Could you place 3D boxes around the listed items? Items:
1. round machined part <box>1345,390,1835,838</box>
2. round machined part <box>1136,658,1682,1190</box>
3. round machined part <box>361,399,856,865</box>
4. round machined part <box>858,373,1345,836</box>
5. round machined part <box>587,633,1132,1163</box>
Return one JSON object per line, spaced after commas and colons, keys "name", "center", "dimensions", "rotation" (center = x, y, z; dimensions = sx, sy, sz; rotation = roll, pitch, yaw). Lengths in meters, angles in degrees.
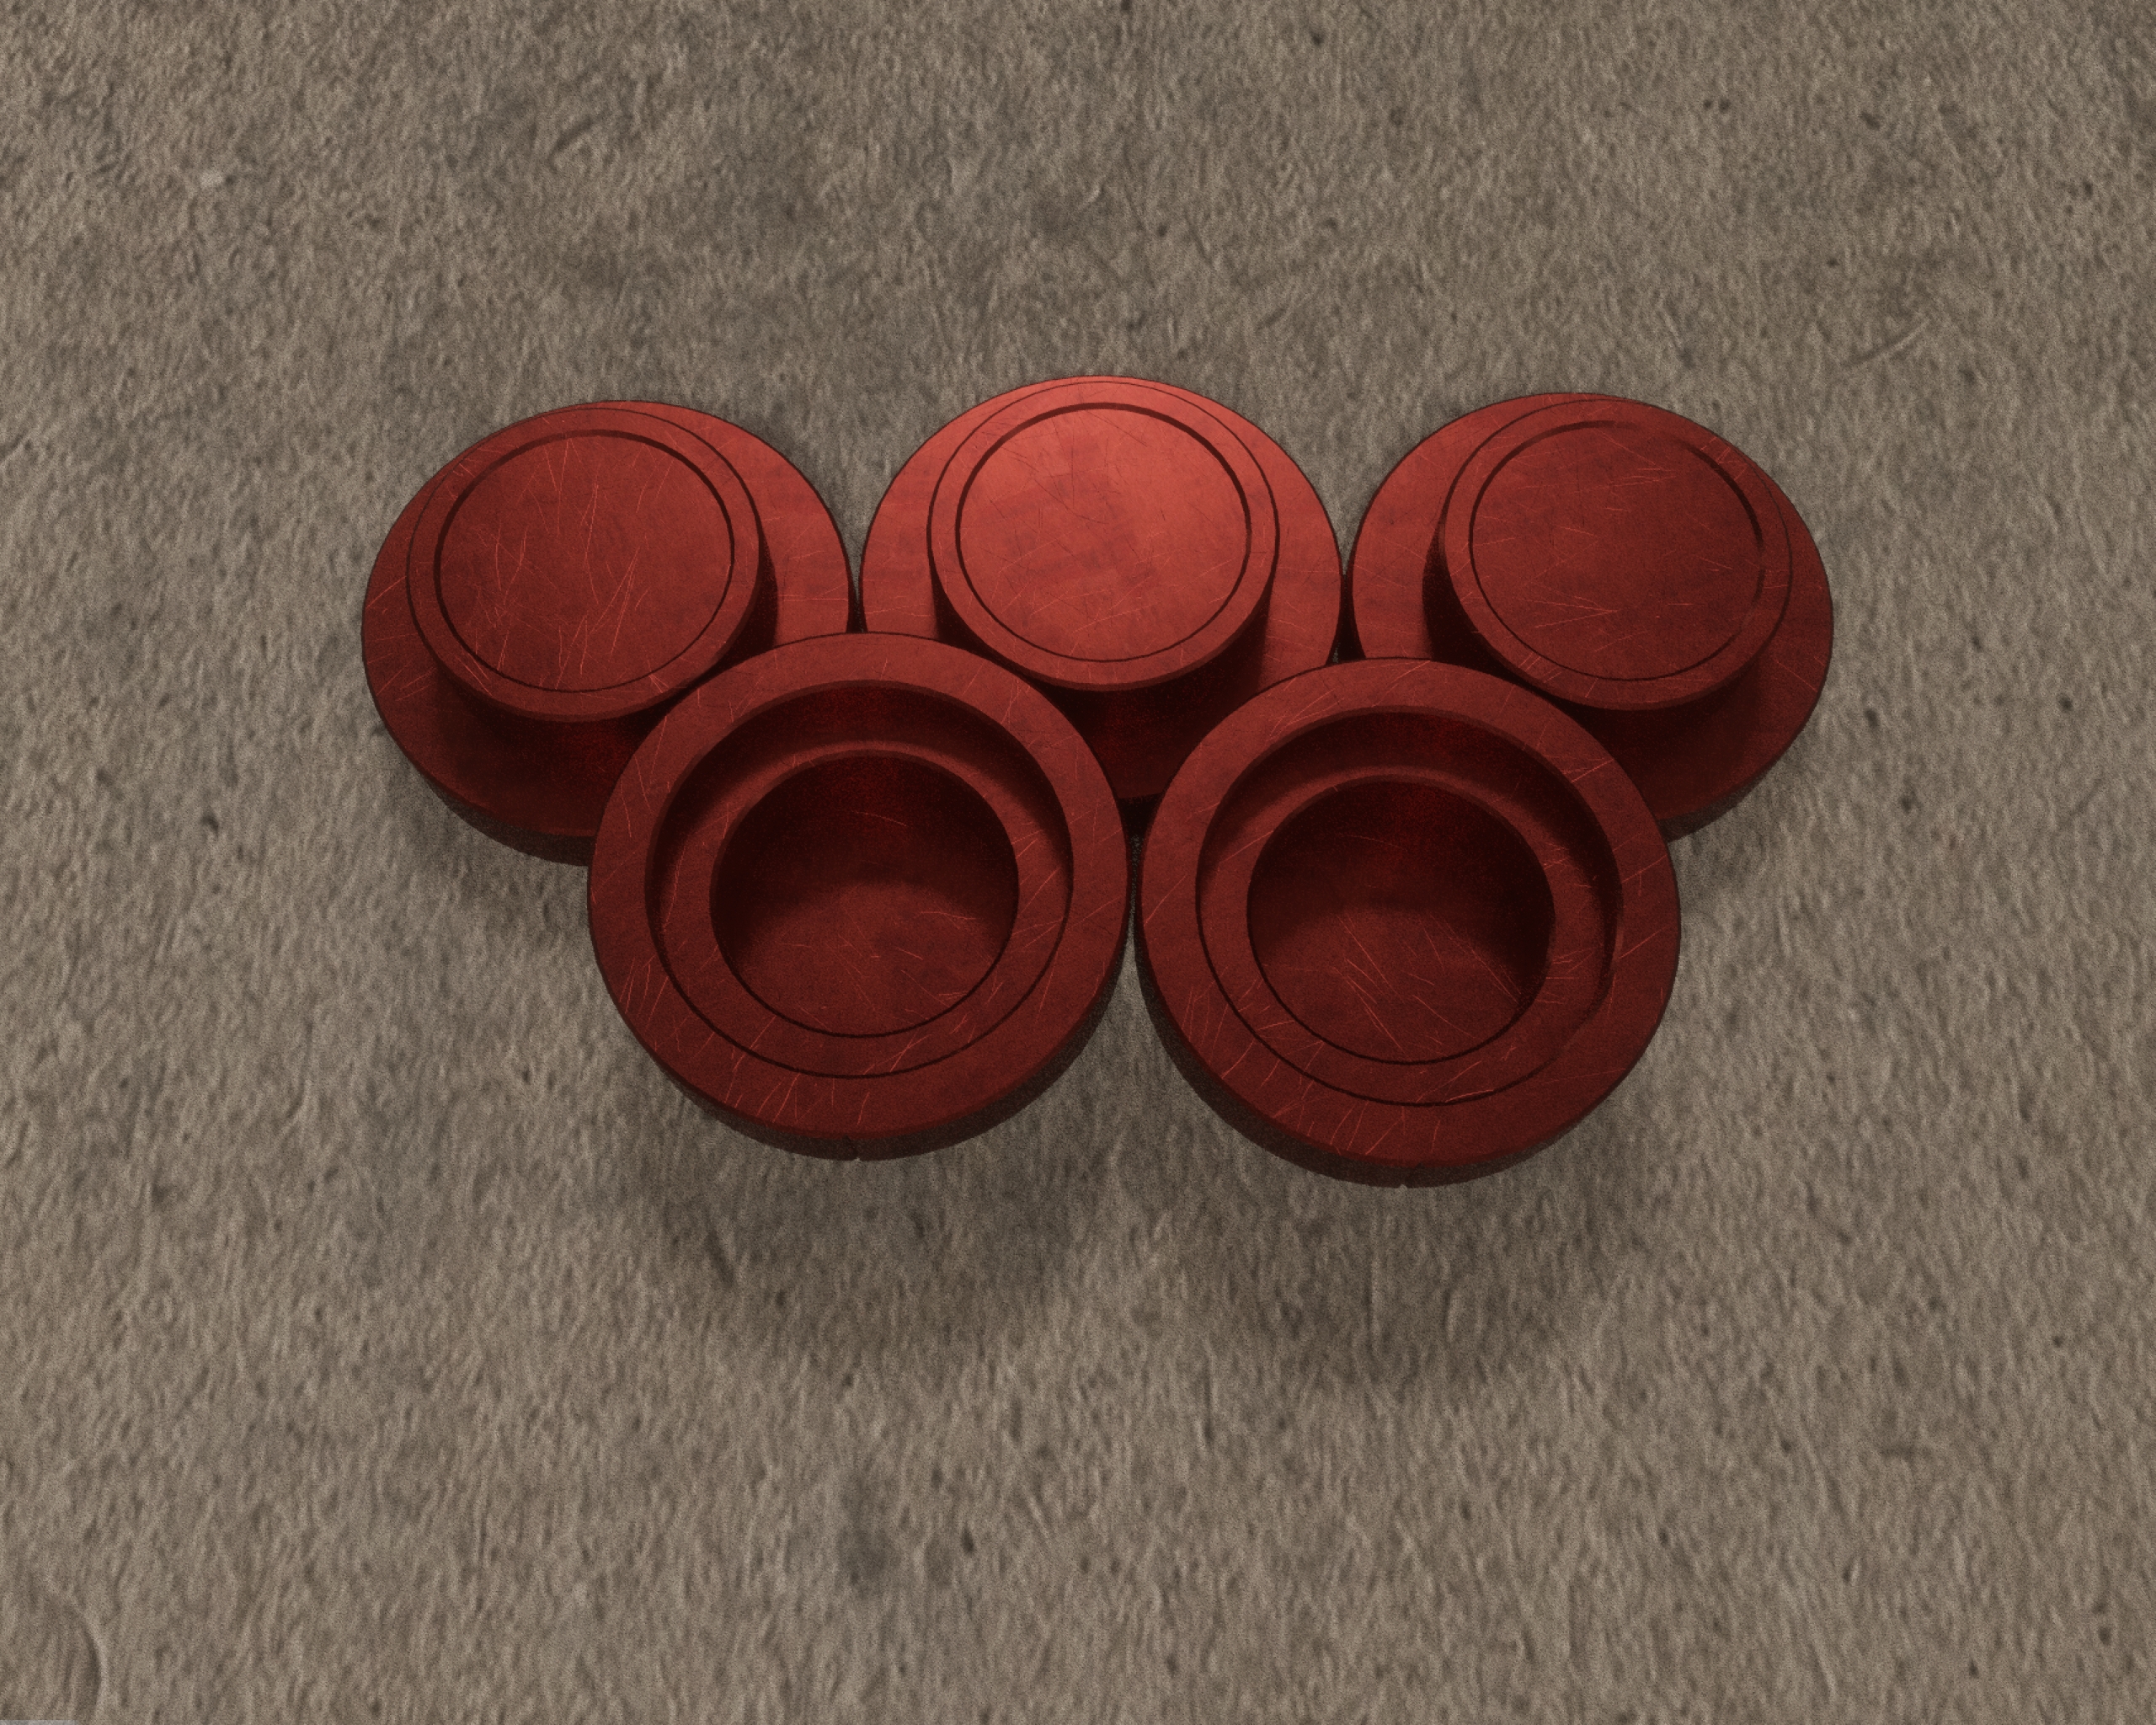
{"name": "round machined part", "center": [0.104, -0.054, 0.421], "dimensions": [0.099, 0.042, 0.098], "rotation": [0, 70, -1]}
{"name": "round machined part", "center": [0.060, 0.014, 0.396], "dimensions": [0.099, 0.042, 0.098], "rotation": [0, 70, -1]}
{"name": "round machined part", "center": [-0.094, -0.051, 0.418], "dimensions": [0.099, 0.042, 0.098], "rotation": [0, 70, -1]}
{"name": "round machined part", "center": [0.005, -0.057, 0.421], "dimensions": [0.099, 0.042, 0.098], "rotation": [0, 70, -1]}
{"name": "round machined part", "center": [-0.039, 0.009, 0.396], "dimensions": [0.099, 0.042, 0.098], "rotation": [0, 70, -1]}
